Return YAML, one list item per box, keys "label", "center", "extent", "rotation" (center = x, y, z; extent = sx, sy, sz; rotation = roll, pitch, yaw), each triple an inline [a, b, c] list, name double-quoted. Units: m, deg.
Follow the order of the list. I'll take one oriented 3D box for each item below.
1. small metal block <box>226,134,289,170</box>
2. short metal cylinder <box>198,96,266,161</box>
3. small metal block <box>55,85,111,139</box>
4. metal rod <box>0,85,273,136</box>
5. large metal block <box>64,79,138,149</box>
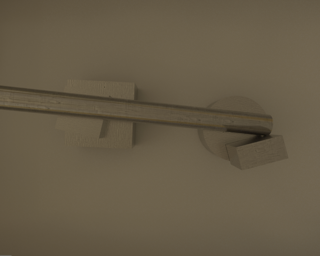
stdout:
- label: "small metal block"
  center: [0.107, 0.026, 0.348]
  extent: [0.050, 0.050, 0.025]
  rotation: [-14, 90, 0]
- label: "short metal cylinder"
  center: [0.092, 0.001, 0.398]
  extent: [0.081, 0.050, 0.079]
  rotation: [0, 90, -1]
- label: "small metal block"
  center: [-0.087, -0.018, 0.359]
  extent: [0.050, 0.025, 0.050]
  rotation: [13, 89, -1]
- label: "metal rod"
  center: [-0.023, -0.018, 0.339]
  extent: [0.302, 0.025, 0.025]
  rotation: [6, 90, -8]
- label: "large metal block"
  center: [-0.072, -0.017, 0.395]
  extent: [0.081, 0.050, 0.079]
  rotation: [3, 90, -1]
